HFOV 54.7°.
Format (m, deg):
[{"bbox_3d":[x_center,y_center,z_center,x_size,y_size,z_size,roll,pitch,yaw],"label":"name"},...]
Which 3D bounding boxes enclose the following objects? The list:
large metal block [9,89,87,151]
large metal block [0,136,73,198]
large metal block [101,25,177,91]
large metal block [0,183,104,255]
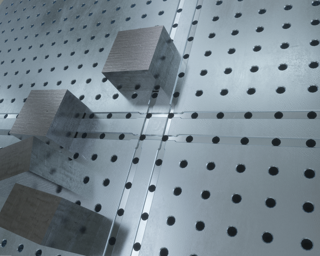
[{"bbox_3d":[-0.175,-0.014,0.490,0.080,0.050,0.080,3,63,29],"label":"large metal block"},{"bbox_3d":[-0.179,0.062,0.427,0.080,0.080,0.050,-20,54,16],"label":"large metal block"},{"bbox_3d":[-0.030,-0.103,0.470,0.080,0.050,0.080,3,63,29],"label":"large metal block"},{"bbox_3d":[-0.130,0.110,0.372,0.080,0.080,0.050,7,65,31],"label":"large metal block"}]
